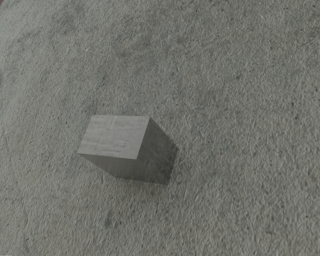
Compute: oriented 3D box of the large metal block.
[{"bbox_3d":[-0.035,0.027,0.371,0.080,0.080,0.050,3,63,29],"label":"large metal block"}]
